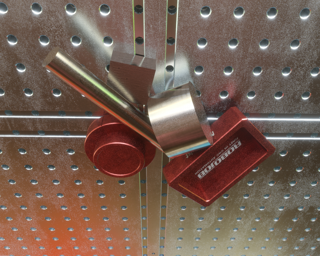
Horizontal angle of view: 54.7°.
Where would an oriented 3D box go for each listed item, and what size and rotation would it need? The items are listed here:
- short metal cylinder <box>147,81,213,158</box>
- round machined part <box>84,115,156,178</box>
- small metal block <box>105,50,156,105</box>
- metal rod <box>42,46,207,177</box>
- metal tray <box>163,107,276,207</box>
[{"bbox_3d":[0.026,-0.009,0.368,0.050,0.080,0.080,-20,128,15],"label":"short metal cylinder"},{"bbox_3d":[-0.054,0.031,0.425,0.099,0.042,0.097,-1,130,0],"label":"round machined part"},{"bbox_3d":[-0.035,-0.058,0.362,0.050,0.025,0.050,10,129,-9],"label":"small metal block"},{"bbox_3d":[-0.012,0.004,0.393,0.025,0.025,0.301,-32,131,24],"label":"metal rod"},{"bbox_3d":[0.080,0.043,0.419,0.130,0.030,0.090,-43,127,12],"label":"metal tray"}]
